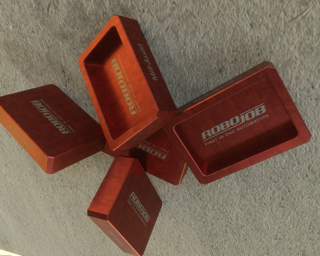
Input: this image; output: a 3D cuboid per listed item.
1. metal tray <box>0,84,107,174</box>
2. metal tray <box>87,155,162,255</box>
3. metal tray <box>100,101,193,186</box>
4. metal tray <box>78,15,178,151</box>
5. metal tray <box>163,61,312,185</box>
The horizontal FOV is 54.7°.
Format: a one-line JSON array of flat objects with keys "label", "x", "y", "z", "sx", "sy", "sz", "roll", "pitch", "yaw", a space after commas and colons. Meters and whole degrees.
[{"label": "metal tray", "x": -0.147, "y": -0.005, "z": 0.419, "sx": 0.130, "sy": 0.091, "sz": 0.030, "roll": 39, "pitch": 131, "yaw": 23}, {"label": "metal tray", "x": -0.042, "y": 0.110, "z": 0.430, "sx": 0.030, "sy": 0.090, "sz": 0.130, "roll": 6, "pitch": 142, "yaw": 26}, {"label": "metal tray", "x": -0.019, "y": 0.014, "z": 0.422, "sx": 0.130, "sy": 0.030, "sz": 0.089, "roll": 23, "pitch": 127, "yaw": 13}, {"label": "metal tray", "x": -0.042, "y": -0.050, "z": 0.357, "sx": 0.090, "sy": 0.030, "sz": 0.130, "roll": -36, "pitch": 70, "yaw": 38}, {"label": "metal tray", "x": 0.081, "y": -0.002, "z": 0.339, "sx": 0.130, "sy": 0.030, "sz": 0.090, "roll": -28, "pitch": 104, "yaw": 22}]
